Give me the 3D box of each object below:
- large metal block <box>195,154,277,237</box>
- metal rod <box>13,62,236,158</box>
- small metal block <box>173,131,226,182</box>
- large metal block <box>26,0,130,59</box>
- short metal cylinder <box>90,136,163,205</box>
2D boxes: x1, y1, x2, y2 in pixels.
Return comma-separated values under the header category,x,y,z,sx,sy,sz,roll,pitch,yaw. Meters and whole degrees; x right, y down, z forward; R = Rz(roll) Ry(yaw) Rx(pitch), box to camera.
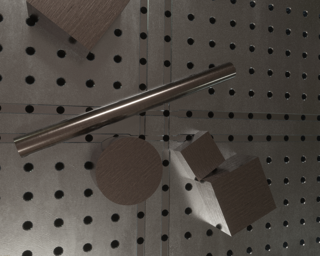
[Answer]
category,x,y,z,sx,sy,sz,roll,pitch,yaw
large metal block,0.106,0.091,0.440,0.081,0.050,0.080,-24,99,-19
metal rod,-0.030,-0.031,0.402,0.302,0.025,0.025,-22,98,-19
small metal block,0.055,0.038,0.434,0.050,0.025,0.050,-35,102,-17
large metal block,-0.095,-0.142,0.364,0.080,0.050,0.080,37,78,-17
short metal cylinder,-0.043,0.050,0.384,0.081,0.050,0.079,0,90,-20
